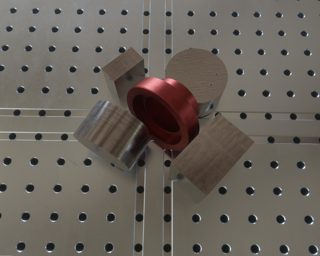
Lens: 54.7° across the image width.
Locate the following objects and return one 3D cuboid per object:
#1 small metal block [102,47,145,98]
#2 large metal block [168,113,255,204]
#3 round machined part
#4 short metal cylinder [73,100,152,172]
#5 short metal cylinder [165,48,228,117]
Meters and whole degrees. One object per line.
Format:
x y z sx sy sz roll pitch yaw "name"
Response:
-0.048 -0.075 0.425 0.050 0.050 0.025 -40 75 -13 "small metal block"
0.057 0.040 0.369 0.050 0.080 0.080 42 75 13 "large metal block"
0.009 -0.022 0.381 0.098 0.098 0.042 39 62 12 "round machined part"
-0.057 0.010 0.378 0.080 0.080 0.050 29 73 10 "short metal cylinder"
0.047 -0.060 0.420 0.081 0.050 0.080 0 70 0 "short metal cylinder"
